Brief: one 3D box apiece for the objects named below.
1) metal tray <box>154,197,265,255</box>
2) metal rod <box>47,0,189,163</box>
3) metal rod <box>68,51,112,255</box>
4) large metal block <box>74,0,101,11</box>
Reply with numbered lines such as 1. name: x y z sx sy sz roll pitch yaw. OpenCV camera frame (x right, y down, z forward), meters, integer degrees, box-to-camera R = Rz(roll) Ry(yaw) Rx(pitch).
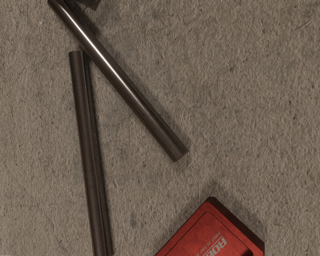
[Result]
1. metal tray: 0.053 0.163 0.386 0.090 0.030 0.130 42 103 14
2. metal rod: -0.064 -0.077 0.430 0.025 0.025 0.300 -42 77 15
3. metal rod: -0.100 0.039 0.442 0.025 0.025 0.298 -9 87 19
4. large metal block: -0.117 -0.226 0.436 0.080 0.050 0.080 31 100 17
